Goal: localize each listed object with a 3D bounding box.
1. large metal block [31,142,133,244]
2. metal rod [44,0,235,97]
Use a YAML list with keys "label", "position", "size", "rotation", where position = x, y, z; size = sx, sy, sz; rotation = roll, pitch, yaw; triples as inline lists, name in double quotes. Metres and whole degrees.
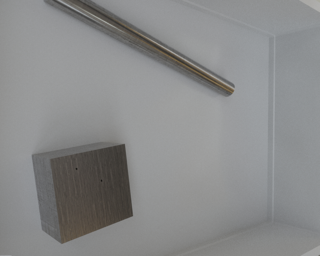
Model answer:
- label: "large metal block"
  position: [-0.080, 0.061, 0.325]
  size: [0.081, 0.050, 0.079]
  rotation: [-10, 97, -40]
- label: "metal rod"
  position: [-0.001, -0.101, 0.407]
  size: [0.302, 0.025, 0.025]
  rotation: [19, 78, -39]
